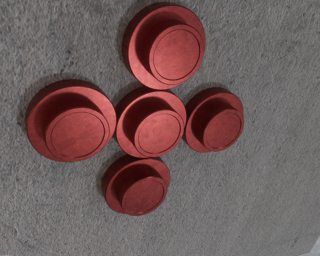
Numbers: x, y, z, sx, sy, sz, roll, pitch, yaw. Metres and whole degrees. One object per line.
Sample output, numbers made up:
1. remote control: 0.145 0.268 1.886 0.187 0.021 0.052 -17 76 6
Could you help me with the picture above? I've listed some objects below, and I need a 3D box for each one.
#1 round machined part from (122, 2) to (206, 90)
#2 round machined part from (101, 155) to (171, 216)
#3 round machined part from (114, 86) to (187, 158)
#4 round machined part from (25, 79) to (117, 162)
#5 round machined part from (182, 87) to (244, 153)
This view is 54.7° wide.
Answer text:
1. round machined part: 0.010 -0.088 0.350 0.099 0.042 0.097 -14 125 -21
2. round machined part: -0.029 0.084 0.435 0.099 0.042 0.097 -14 125 -21
3. round machined part: -0.009 -0.002 0.393 0.099 0.042 0.097 -14 125 -21
4. round machined part: -0.095 -0.001 0.345 0.099 0.042 0.097 -14 125 -21
5. round machined part: 0.079 -0.005 0.439 0.099 0.042 0.097 -14 125 -21
